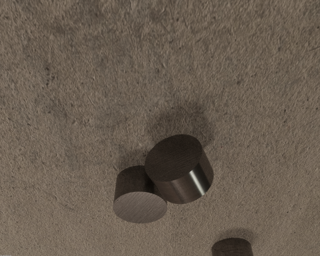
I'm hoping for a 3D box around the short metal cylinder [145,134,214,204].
[{"bbox_3d":[0.026,0.055,0.418,0.080,0.080,0.050,-18,128,14],"label":"short metal cylinder"}]

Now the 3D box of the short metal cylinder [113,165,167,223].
[{"bbox_3d":[-0.030,0.103,0.479,0.081,0.050,0.079,0,130,0],"label":"short metal cylinder"}]

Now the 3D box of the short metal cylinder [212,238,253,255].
[{"bbox_3d":[0.147,0.263,0.617,0.081,0.050,0.079,0,130,0],"label":"short metal cylinder"}]
